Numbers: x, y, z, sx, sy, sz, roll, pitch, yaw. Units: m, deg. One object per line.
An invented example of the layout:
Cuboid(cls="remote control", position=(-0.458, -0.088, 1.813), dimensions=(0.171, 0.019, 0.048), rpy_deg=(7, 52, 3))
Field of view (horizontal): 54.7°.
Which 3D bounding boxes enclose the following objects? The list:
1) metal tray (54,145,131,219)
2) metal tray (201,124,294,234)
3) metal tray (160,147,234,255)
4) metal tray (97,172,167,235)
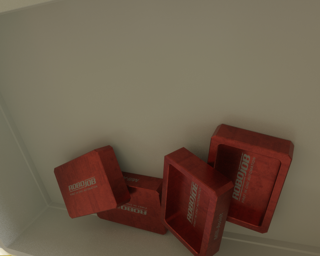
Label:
Cuboid(cls="metal tray", position=(-0.111, 0.088, 0.492), dimensions=(0.130, 0.030, 0.090), rpy_deg=(-24, 85, 40))
Cuboid(cls="metal tray", position=(0.104, 0.066, 0.390), dimensions=(0.090, 0.030, 0.129), rpy_deg=(15, 125, 19))
Cuboid(cls="metal tray", position=(0.043, 0.101, 0.407), dimensions=(0.090, 0.030, 0.129), rpy_deg=(35, 135, 39))
Cuboid(cls="metal tray", position=(-0.049, 0.117, 0.502), dimensions=(0.130, 0.030, 0.089), rpy_deg=(6, 121, 24))
